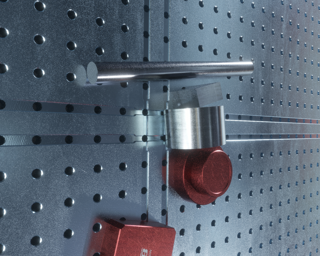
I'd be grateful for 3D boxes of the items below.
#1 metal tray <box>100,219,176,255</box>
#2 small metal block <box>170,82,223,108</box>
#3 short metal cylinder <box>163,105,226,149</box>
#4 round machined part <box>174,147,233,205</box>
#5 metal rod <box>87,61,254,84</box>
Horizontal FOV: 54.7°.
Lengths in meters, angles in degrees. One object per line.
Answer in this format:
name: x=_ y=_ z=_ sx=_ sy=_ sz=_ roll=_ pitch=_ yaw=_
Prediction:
metal tray: x=-0.033 y=0.183 z=0.380 sx=0.091 sy=0.030 sz=0.129 roll=19 pitch=78 yaw=-39
small metal block: x=0.052 y=-0.046 z=0.439 sx=0.050 sy=0.050 sz=0.025 roll=-20 pitch=103 yaw=-39
short metal cylinder: x=0.046 y=-0.003 z=0.415 sx=0.081 sy=0.080 sz=0.050 roll=-8 pitch=95 yaw=-40
round machined part: x=0.070 y=0.066 z=0.460 sx=0.099 sy=0.042 sz=0.097 roll=0 pitch=90 yaw=-40
metal rod: x=0.038 y=-0.083 z=0.443 sx=0.302 sy=0.025 sz=0.025 roll=-11 pitch=97 yaw=-40
